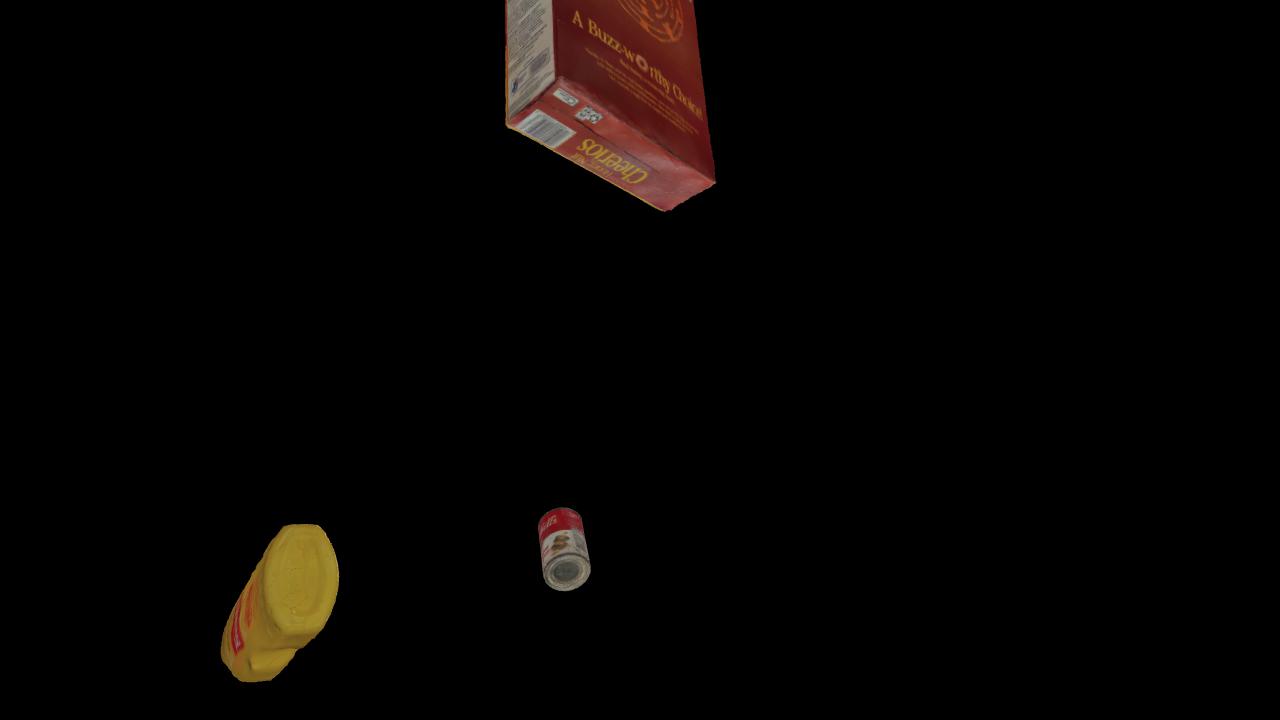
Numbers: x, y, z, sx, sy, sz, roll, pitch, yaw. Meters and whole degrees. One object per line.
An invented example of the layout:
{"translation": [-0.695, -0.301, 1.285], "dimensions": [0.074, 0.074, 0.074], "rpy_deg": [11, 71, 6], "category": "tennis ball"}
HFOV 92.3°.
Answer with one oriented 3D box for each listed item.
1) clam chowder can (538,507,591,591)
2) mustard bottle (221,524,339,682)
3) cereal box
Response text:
{"translation": [-0.110, 0.271, 0.885], "dimensions": [0.068, 0.068, 0.102], "rpy_deg": [0, 25, -14], "category": "clam chowder can"}
{"translation": [-0.313, 0.220, 0.521], "dimensions": [0.054, 0.092, 0.184], "rpy_deg": [7, -42, -45], "category": "mustard bottle"}
{"translation": [-0.028, -0.321, 0.592], "dimensions": [0.081, 0.306, 0.203], "rpy_deg": [-21, -24, 39], "category": "cereal box"}
